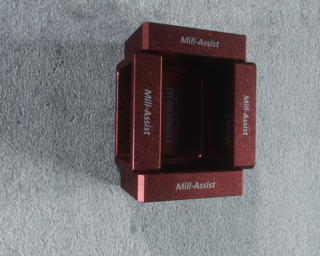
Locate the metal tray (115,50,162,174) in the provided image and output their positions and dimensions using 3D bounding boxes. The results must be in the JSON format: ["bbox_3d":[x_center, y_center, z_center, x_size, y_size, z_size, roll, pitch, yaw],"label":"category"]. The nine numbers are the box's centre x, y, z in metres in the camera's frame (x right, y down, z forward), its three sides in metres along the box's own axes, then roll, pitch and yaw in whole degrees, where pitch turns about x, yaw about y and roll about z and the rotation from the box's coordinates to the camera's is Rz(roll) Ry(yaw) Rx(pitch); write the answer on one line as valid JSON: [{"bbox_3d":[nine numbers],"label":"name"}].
[{"bbox_3d":[-0.028,-0.017,0.365,0.030,0.090,0.129,1,90,-20],"label":"metal tray"}]

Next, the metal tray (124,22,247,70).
[{"bbox_3d":[0.029,-0.096,0.387,0.131,0.090,0.030,1,90,-20],"label":"metal tray"}]

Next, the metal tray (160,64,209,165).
[{"bbox_3d":[0.018,-0.017,0.415,0.091,0.030,0.129,1,90,-21],"label":"metal tray"}]

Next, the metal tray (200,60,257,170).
[{"bbox_3d":[0.086,-0.015,0.408,0.030,0.090,0.129,1,90,-20],"label":"metal tray"}]

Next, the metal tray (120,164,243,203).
[{"bbox_3d":[0.024,0.064,0.385,0.131,0.090,0.030,1,90,-20],"label":"metal tray"}]
